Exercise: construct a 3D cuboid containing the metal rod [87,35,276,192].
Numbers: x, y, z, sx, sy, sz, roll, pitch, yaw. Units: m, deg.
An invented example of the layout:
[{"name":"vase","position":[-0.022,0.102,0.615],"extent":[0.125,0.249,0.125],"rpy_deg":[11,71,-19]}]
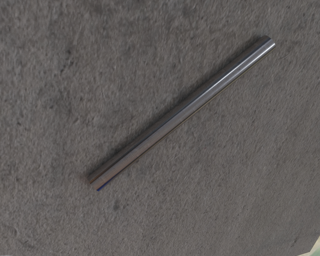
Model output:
[{"name":"metal rod","position":[0.030,-0.021,0.411],"extent":[0.301,0.025,0.025],"rpy_deg":[-39,130,-2]}]
